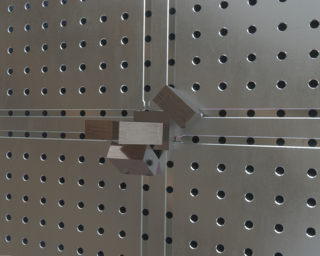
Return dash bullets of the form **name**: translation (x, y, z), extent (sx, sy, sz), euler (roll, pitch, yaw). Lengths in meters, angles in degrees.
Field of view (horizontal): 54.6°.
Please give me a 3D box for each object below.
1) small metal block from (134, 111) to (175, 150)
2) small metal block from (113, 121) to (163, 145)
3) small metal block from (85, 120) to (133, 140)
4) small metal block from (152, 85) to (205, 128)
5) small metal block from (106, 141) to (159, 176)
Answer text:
- **small metal block**: translation (-0.008, 0.003, 0.416), extent (0.050, 0.025, 0.050), euler (2, 90, 19)
- **small metal block**: translation (-0.028, 0.005, 0.372), extent (0.050, 0.050, 0.025), euler (2, 92, -17)
- **small metal block**: translation (-0.066, 0.002, 0.423), extent (0.050, 0.050, 0.025), euler (2, 91, 20)
- **small metal block**: translation (0.025, -0.026, 0.391), extent (0.050, 0.050, 0.025), euler (45, 103, 14)
- **small metal block**: translation (-0.034, 0.041, 0.409), extent (0.050, 0.050, 0.025), euler (1, 59, 20)
